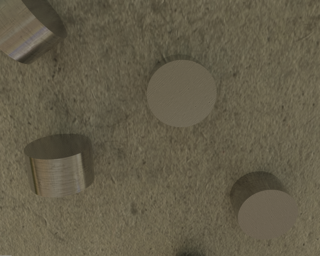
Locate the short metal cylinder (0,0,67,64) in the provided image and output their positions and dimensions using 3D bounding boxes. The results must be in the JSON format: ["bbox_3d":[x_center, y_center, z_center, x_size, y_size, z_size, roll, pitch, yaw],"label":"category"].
[{"bbox_3d":[-0.148,-0.117,0.335,0.050,0.080,0.080,-33,107,11],"label":"short metal cylinder"}]

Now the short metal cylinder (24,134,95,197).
[{"bbox_3d":[-0.126,0.045,0.395,0.081,0.080,0.050,-1,110,0],"label":"short metal cylinder"}]

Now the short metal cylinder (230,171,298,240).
[{"bbox_3d":[0.145,0.109,0.439,0.081,0.050,0.079,0,110,-1],"label":"short metal cylinder"}]

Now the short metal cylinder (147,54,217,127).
[{"bbox_3d":[0.025,-0.047,0.380,0.081,0.050,0.079,0,110,-1],"label":"short metal cylinder"}]
